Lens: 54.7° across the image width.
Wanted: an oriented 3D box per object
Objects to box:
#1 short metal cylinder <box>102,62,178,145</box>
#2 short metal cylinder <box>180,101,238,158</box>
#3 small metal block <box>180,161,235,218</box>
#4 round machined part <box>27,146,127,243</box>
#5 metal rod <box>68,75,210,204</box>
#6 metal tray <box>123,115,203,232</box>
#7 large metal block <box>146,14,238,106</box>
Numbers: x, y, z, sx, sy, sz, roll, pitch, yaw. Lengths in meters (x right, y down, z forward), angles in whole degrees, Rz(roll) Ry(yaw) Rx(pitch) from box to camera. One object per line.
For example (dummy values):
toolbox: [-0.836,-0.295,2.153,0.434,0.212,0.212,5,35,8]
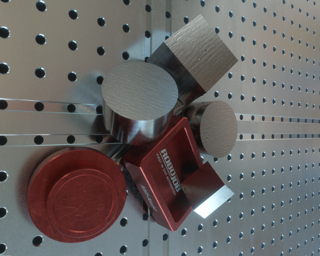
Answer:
short metal cylinder: [-0.024,-0.028,0.346,0.081,0.050,0.080,5,57,-7]
short metal cylinder: [0.067,0.002,0.448,0.081,0.050,0.079,0,90,-40]
small metal block: [0.061,0.080,0.406,0.050,0.050,0.025,-42,124,8]
round machined part: [-0.081,0.070,0.314,0.099,0.042,0.097,-3,97,-24]
metal rod: [0.000,-0.009,0.412,0.301,0.025,0.025,-45,117,-30]
metal tray: [0.015,0.058,0.400,0.090,0.030,0.129,-45,130,-30]
large metal block: [0.044,-0.090,0.414,0.080,0.050,0.080,49,59,-6]
